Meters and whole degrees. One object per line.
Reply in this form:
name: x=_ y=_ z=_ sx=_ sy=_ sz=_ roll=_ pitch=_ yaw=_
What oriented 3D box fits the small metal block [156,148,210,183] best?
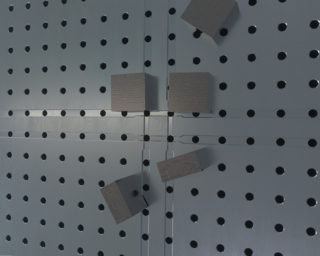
small metal block: x=0.030 y=0.046 z=0.389 sx=0.050 sy=0.050 sz=0.025 roll=-20 pitch=83 yaw=19

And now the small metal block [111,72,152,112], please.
small metal block: x=-0.039 y=-0.048 z=0.427 sx=0.050 sy=0.025 sz=0.050 roll=-1 pitch=90 yaw=20

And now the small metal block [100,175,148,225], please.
small metal block: x=-0.047 y=0.095 z=0.417 sx=0.025 sy=0.050 sz=0.050 roll=-31 pitch=80 yaw=17

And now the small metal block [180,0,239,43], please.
small metal block: x=0.063 y=-0.145 z=0.391 sx=0.050 sy=0.025 sz=0.050 roll=38 pitch=102 yaw=16

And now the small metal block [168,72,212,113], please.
small metal block: x=0.039 y=-0.045 z=0.399 sx=0.050 sy=0.025 sz=0.050 roll=2 pitch=91 yaw=20
